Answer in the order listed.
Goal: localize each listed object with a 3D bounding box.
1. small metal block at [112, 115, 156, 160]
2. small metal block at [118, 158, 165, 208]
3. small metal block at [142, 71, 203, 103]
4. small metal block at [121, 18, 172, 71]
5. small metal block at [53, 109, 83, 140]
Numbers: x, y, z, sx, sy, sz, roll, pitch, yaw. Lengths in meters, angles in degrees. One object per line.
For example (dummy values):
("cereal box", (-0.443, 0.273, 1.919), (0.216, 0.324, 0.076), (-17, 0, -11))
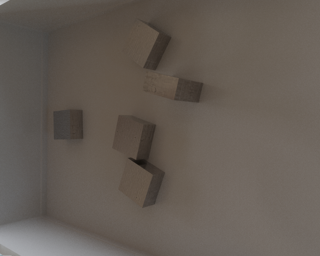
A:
("small metal block", (-0.037, 0.012, 0.438), (0.050, 0.025, 0.050), (21, 103, 38))
("small metal block", (-0.026, 0.074, 0.429), (0.050, 0.025, 0.050), (28, 107, 36))
("small metal block", (0.016, -0.050, 0.378), (0.050, 0.050, 0.025), (20, 103, 38))
("small metal block", (-0.019, -0.114, 0.423), (0.050, 0.025, 0.050), (42, 115, 32))
("small metal block", (-0.160, -0.005, 0.539), (0.050, 0.025, 0.050), (-3, 88, 40))
